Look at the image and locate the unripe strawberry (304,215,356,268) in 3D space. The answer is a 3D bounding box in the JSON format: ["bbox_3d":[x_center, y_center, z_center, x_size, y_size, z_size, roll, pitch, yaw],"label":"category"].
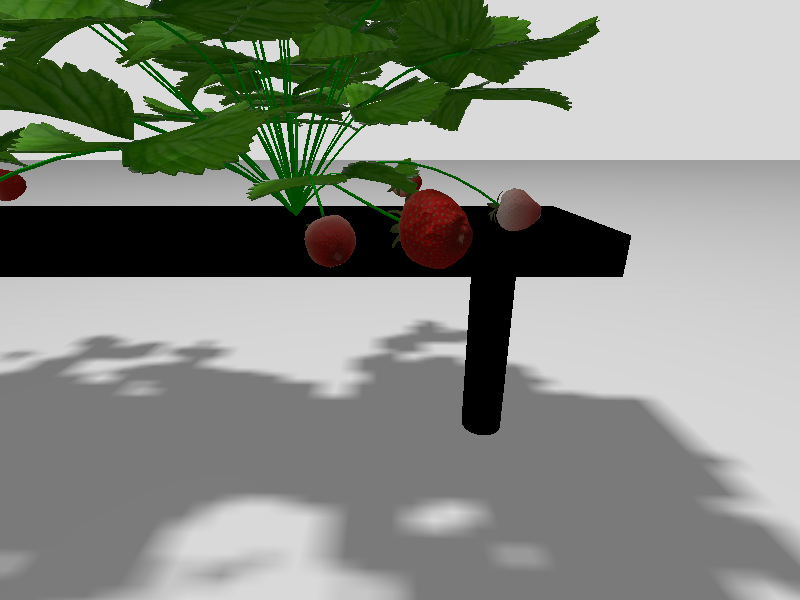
[{"bbox_3d":[-0.032,-0.026,0.190,0.024,0.026,0.027,-7,36,-18],"label":"unripe strawberry"}]

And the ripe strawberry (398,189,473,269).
[{"bbox_3d":[0.017,-0.031,0.184,0.032,0.037,0.035,-13,25,-30],"label":"ripe strawberry"}]

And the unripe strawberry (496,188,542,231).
[{"bbox_3d":[0.084,-0.063,0.283,0.030,0.029,0.028,14,24,16],"label":"unripe strawberry"}]

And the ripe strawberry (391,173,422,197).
[{"bbox_3d":[0.009,-0.137,0.468,0.037,0.033,0.034,14,24,33],"label":"ripe strawberry"}]

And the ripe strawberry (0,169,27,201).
[{"bbox_3d":[-0.429,-0.126,0.436,0.033,0.035,0.031,-18,27,-40],"label":"ripe strawberry"}]
